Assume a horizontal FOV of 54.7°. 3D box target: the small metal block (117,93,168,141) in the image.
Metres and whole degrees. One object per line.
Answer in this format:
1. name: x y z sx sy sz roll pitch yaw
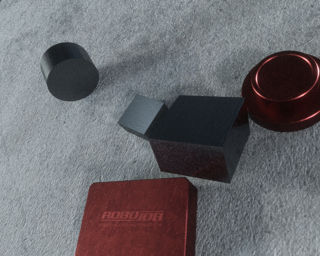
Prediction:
1. small metal block: -0.021 -0.014 0.422 0.050 0.025 0.050 22 73 36

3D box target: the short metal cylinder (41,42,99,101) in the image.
1. short metal cylinder: -0.145 -0.089 0.497 0.080 0.080 0.050 -37 52 4

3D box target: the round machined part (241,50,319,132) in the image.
1. round machined part: 0.141 -0.048 0.348 0.098 0.042 0.098 -13 56 20

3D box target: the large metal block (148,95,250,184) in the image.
1. large metal block: 0.046 0.008 0.340 0.080 0.050 0.080 6 42 30

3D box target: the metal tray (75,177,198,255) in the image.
1. metal tray: -0.026 0.106 0.348 0.130 0.030 0.090 -8 58 23
